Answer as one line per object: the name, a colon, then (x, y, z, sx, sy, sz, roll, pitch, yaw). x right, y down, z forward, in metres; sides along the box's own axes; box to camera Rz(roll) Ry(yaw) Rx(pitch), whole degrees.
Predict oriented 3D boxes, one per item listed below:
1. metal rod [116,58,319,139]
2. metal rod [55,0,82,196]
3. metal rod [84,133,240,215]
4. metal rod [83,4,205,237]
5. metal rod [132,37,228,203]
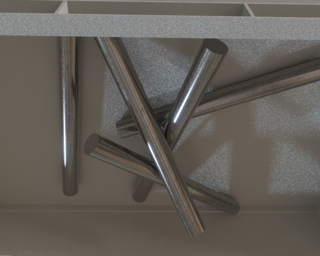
metal rod: (0.088, -0.039, 0.376, 0.301, 0.025, 0.025, -16, 128, 13)
metal rod: (-0.115, -0.014, 0.395, 0.025, 0.025, 0.298, 8, 130, -7)
metal rod: (0.025, 0.076, 0.430, 0.025, 0.025, 0.301, -35, 135, 26)
metal rod: (-0.009, 0.009, 0.362, 0.025, 0.025, 0.299, -18, 112, 15)
metal rod: (0.009, 0.017, 0.394, 0.025, 0.025, 0.298, 13, 138, -11)
